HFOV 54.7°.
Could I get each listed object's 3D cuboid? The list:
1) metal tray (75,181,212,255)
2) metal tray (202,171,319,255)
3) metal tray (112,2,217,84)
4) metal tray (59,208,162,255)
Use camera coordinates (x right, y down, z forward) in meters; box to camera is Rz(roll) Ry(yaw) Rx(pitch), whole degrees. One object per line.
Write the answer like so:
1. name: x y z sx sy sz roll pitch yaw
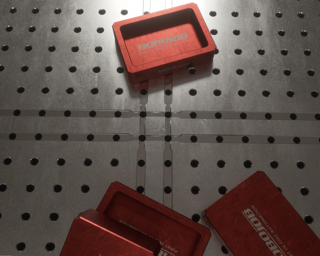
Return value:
1. metal tray: -0.018 0.131 0.360 0.130 0.030 0.090 26 72 8
2. metal tray: 0.124 0.128 0.364 0.090 0.030 0.130 -33 74 -12
3. metal tray: 0.005 -0.126 0.455 0.131 0.030 0.090 -17 71 -7
4. metal tray: -0.065 0.162 0.321 0.090 0.030 0.129 23 95 9
